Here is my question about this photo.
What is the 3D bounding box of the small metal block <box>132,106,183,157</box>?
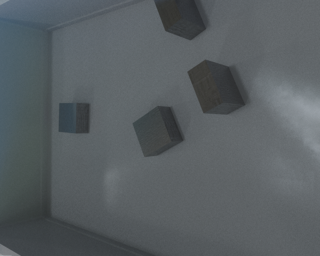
[{"bbox_3d":[-0.004,0.005,0.410,0.050,0.025,0.050,-32,70,35],"label":"small metal block"}]

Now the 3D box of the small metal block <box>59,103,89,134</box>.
[{"bbox_3d":[-0.147,-0.017,0.529,0.050,0.025,0.050,3,92,40],"label":"small metal block"}]

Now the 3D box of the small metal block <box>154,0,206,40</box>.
[{"bbox_3d":[0.024,-0.138,0.371,0.025,0.050,0.050,-30,72,36],"label":"small metal block"}]

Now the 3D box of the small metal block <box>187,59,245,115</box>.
[{"bbox_3d":[0.062,-0.043,0.339,0.025,0.050,0.050,-30,71,36],"label":"small metal block"}]
